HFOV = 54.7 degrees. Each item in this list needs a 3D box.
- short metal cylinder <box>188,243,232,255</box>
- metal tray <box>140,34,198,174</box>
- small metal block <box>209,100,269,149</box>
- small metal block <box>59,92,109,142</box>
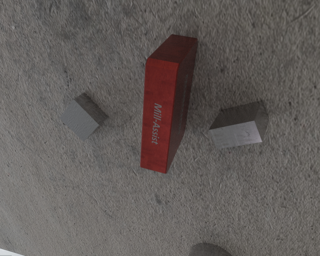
[{"bbox_3d":[0.078,0.231,0.493,0.080,0.050,0.079,13,124,21],"label":"short metal cylinder"},{"bbox_3d":[0.010,-0.026,0.341,0.030,0.090,0.129,13,124,12],"label":"metal tray"},{"bbox_3d":[0.088,-0.004,0.342,0.050,0.050,0.025,-13,112,33],"label":"small metal block"},{"bbox_3d":[-0.112,-0.016,0.456,0.050,0.025,0.050,46,129,-4],"label":"small metal block"}]
